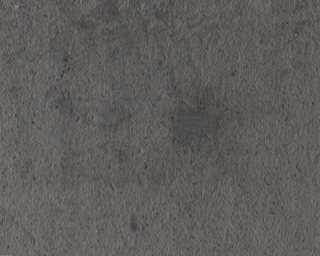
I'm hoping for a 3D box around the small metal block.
[{"bbox_3d":[0.042,-0.004,0.398,0.050,0.050,0.025,-1,90,0],"label":"small metal block"}]
